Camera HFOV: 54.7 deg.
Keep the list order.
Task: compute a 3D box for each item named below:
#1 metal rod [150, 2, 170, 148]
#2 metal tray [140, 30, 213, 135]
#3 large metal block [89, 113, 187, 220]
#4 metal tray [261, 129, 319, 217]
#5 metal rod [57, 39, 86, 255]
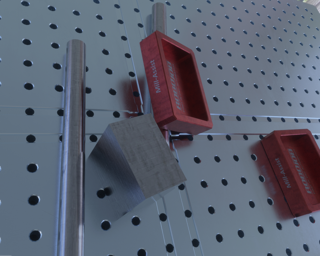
[{"bbox_3d":[-0.001,-0.078,0.456,0.025,0.025,0.299,13,56,-21],"label":"metal rod"},{"bbox_3d":[0.023,-0.060,0.426,0.091,0.030,0.129,12,60,-49],"label":"metal tray"},{"bbox_3d":[-0.028,0.042,0.333,0.050,0.080,0.080,-17,71,-35],"label":"large metal block"},{"bbox_3d":[0.224,0.066,0.488,0.091,0.030,0.130,-2,63,-30],"label":"metal tray"},{"bbox_3d":[-0.096,0.021,0.344,0.025,0.025,0.299,7,58,-25],"label":"metal rod"}]
